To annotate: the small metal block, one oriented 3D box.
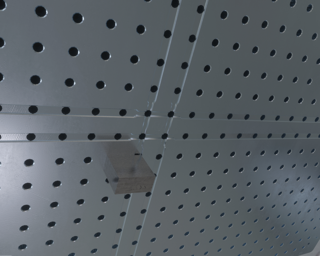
[{"bbox_3d":[-0.041,0.060,0.409,0.050,0.050,0.025,2,117,-30],"label":"small metal block"}]
